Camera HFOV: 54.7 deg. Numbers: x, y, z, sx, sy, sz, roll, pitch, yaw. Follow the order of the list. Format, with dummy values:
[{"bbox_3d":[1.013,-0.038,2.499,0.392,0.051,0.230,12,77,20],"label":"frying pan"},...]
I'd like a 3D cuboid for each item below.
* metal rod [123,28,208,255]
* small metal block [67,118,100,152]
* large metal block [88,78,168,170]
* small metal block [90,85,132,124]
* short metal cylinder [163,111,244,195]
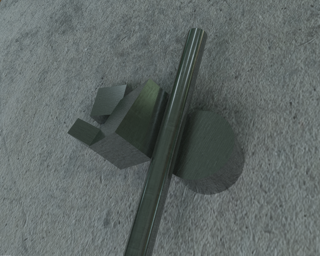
[{"bbox_3d":[0.008,0.016,0.324,0.025,0.025,0.300,2,63,29],"label":"metal rod"},{"bbox_3d":[-0.089,0.016,0.423,0.050,0.050,0.025,23,75,36],"label":"small metal block"},{"bbox_3d":[-0.031,-0.002,0.372,0.080,0.050,0.080,-25,31,55],"label":"large metal block"},{"bbox_3d":[-0.070,-0.034,0.460,0.050,0.025,0.050,-3,60,26],"label":"small metal block"},{"bbox_3d":[0.048,0.028,0.345,0.080,0.050,0.080,-13,57,20],"label":"short metal cylinder"}]
